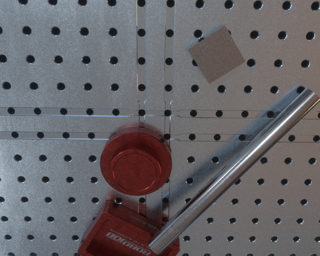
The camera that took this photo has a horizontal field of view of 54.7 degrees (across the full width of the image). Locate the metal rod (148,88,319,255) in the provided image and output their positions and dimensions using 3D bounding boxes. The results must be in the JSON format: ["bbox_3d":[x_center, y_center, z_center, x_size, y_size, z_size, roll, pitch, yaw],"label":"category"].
[{"bbox_3d":[0.095,0.064,0.421,0.025,0.025,0.299,42,98,-14],"label":"metal rod"}]

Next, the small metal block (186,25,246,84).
[{"bbox_3d":[0.068,-0.091,0.381,0.050,0.025,0.050,-32,107,10],"label":"small metal block"}]

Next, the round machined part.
[{"bbox_3d":[-0.033,0.052,0.423,0.099,0.042,0.097,0,110,-1],"label":"round machined part"}]

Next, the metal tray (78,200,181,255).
[{"bbox_3d":[-0.046,0.178,0.475,0.131,0.030,0.090,30,107,-11],"label":"metal tray"}]
